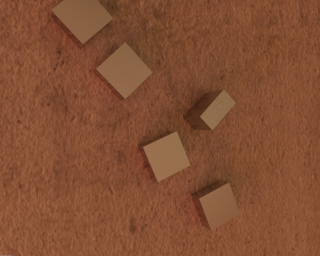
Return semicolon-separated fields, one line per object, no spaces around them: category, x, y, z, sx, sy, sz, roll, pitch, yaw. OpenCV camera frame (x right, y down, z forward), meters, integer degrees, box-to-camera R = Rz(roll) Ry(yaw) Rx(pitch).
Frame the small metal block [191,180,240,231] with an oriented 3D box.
small metal block;0.079;0.109;0.440;0.050;0.025;0.050;-23;98;-19

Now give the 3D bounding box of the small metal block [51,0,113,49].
small metal block;-0.094;-0.133;0.375;0.050;0.025;0.050;-46;105;-14

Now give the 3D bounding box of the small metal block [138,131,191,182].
small metal block;0.005;0.037;0.412;0.050;0.025;0.050;-25;99;-19

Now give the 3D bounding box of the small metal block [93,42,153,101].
small metal block;-0.047;-0.071;0.392;0.050;0.025;0.050;47;75;-15

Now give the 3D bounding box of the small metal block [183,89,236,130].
small metal block;0.066;-0.024;0.422;0.025;0.050;0.050;46;76;-15
